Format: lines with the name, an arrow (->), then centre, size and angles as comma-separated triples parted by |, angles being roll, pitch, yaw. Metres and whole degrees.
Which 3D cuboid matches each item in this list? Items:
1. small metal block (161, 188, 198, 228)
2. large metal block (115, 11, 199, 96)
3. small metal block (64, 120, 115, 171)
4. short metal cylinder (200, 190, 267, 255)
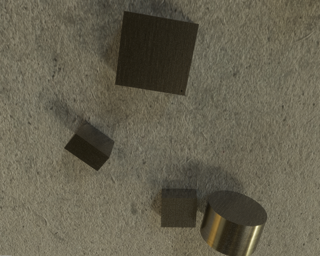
small metal block -> 0.027, 0.117, 0.453 | 0.050, 0.025, 0.050 | 1, 110, -1
large metal block -> -0.005, -0.089, 0.364 | 0.081, 0.050, 0.079 | 9, 110, -4
small metal block -> -0.090, 0.022, 0.403 | 0.050, 0.050, 0.025 | 38, 106, -13
short metal cylinder -> 0.101, 0.130, 0.430 | 0.081, 0.080, 0.050 | 10, 110, -4
